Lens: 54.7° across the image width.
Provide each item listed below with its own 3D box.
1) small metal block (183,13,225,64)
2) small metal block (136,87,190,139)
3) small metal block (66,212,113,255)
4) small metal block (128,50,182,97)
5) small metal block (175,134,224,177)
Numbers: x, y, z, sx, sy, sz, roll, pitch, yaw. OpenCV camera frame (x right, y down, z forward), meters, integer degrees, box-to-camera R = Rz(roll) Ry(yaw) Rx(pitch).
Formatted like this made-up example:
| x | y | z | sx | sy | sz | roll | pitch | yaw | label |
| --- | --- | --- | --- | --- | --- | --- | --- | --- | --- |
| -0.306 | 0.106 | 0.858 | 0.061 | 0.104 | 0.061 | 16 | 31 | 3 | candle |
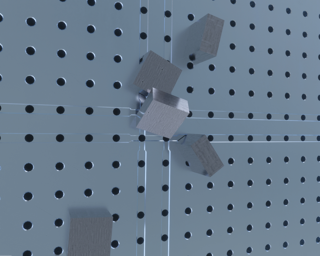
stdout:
| x | y | z | sx | sy | sz | roll | pitch | yaw | label |
| --- | --- | --- | --- | --- | --- | --- | --- | --- | --- |
| 0.059 | -0.120 | 0.422 | 0.025 | 0.050 | 0.050 | 15 | 85 | -20 | small metal block |
| 0.002 | -0.018 | 0.400 | 0.050 | 0.050 | 0.025 | 19 | 39 | -20 | small metal block |
| -0.087 | 0.132 | 0.381 | 0.050 | 0.025 | 0.050 | 5 | 89 | -20 | small metal block |
| -0.006 | -0.066 | 0.411 | 0.050 | 0.025 | 0.050 | 29 | 80 | -18 | small metal block |
| 0.053 | 0.036 | 0.420 | 0.025 | 0.050 | 0.050 | -36 | 102 | -17 | small metal block |
